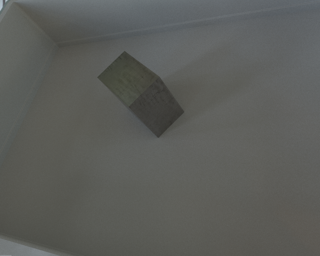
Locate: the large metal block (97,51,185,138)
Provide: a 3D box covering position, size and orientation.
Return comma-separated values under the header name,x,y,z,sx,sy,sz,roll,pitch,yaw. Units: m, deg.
name,x,y,z,sx,sy,sz,roll,pitch,yaw
large metal block,-0.024,-0.044,0.411,0.050,0.080,0.080,-45,51,-3
